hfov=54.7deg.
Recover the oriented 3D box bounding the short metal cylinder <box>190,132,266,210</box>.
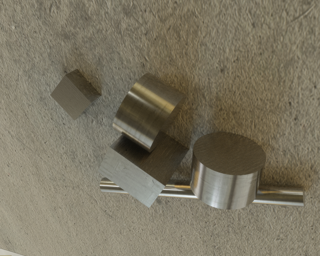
[{"bbox_3d":[0.077,0.047,0.360,0.080,0.080,0.050,15,125,19],"label":"short metal cylinder"}]

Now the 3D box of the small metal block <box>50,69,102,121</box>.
[{"bbox_3d":[-0.120,-0.047,0.441,0.050,0.025,0.050,48,129,-6],"label":"small metal block"}]

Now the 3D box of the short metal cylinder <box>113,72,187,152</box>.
[{"bbox_3d":[-0.011,-0.018,0.366,0.050,0.080,0.079,33,129,7],"label":"short metal cylinder"}]

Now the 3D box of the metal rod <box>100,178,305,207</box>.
[{"bbox_3d":[0.040,0.088,0.439,0.300,0.025,0.025,-3,117,29],"label":"metal rod"}]

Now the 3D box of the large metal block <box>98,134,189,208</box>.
[{"bbox_3d":[-0.020,0.042,0.408,0.080,0.080,0.050,35,129,5],"label":"large metal block"}]
